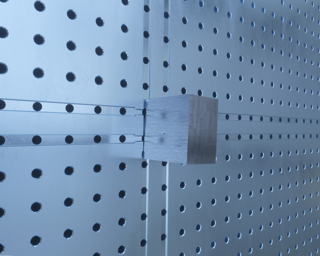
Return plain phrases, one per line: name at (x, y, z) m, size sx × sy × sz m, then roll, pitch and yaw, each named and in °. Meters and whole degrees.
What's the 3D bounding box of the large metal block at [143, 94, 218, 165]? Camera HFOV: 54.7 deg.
large metal block at (0.025, 0.002, 0.395) m, size 0.050 × 0.080 × 0.080 m, roll 4°, pitch 87°, yaw -40°
